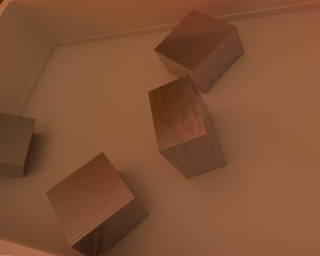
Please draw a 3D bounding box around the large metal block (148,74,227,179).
[{"bbox_3d":[0.032,0.001,0.352,0.050,0.080,0.080,-22,54,15],"label":"large metal block"}]

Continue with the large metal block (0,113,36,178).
[{"bbox_3d":[-0.241,0.024,0.472,0.081,0.050,0.080,11,58,-17],"label":"large metal block"}]

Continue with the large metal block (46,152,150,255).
[{"bbox_3d":[-0.073,0.089,0.363,0.080,0.050,0.080,-36,51,-10],"label":"large metal block"}]

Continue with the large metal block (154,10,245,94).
[{"bbox_3d":[0.054,-0.106,0.425,0.080,0.050,0.080,-47,52,-5],"label":"large metal block"}]
